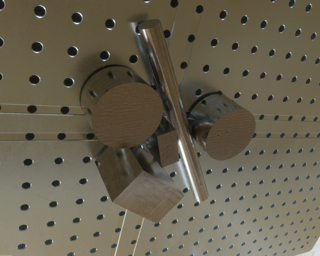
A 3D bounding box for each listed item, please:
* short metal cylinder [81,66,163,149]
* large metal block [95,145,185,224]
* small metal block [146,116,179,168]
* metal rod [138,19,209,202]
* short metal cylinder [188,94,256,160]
[{"bbox_3d":[-0.044,-0.024,0.352,0.081,0.050,0.079,-14,124,-21],"label":"short metal cylinder"},{"bbox_3d":[-0.027,0.064,0.395,0.050,0.080,0.080,-47,129,5],"label":"large metal block"},{"bbox_3d":[0.000,0.014,0.399,0.025,0.050,0.050,-20,126,-17],"label":"small metal block"},{"bbox_3d":[0.028,0.000,0.422,0.025,0.025,0.299,-28,128,-11],"label":"metal rod"},{"bbox_3d":[0.086,-0.001,0.436,0.081,0.050,0.079,-14,124,-21],"label":"short metal cylinder"}]
